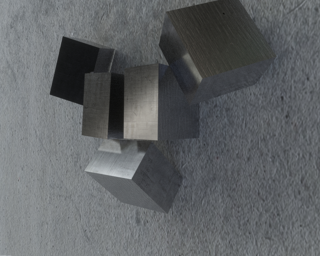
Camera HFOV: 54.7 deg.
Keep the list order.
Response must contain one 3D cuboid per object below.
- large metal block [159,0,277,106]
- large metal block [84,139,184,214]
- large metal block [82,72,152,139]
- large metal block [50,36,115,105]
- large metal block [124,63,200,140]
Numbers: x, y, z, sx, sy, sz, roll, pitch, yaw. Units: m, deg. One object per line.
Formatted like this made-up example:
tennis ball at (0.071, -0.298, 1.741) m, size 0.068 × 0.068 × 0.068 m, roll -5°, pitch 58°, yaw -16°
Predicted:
large metal block at (0.054, -0.079, 0.316) m, size 0.050 × 0.081 × 0.080 m, roll 108°, pitch 140°, yaw -64°
large metal block at (-0.031, 0.059, 0.386) m, size 0.080 × 0.080 × 0.050 m, roll 1°, pitch 52°, yaw 40°
large metal block at (-0.054, -0.028, 0.413) m, size 0.050 × 0.081 × 0.079 m, roll 6°, pitch 94°, yaw 39°
large metal block at (-0.109, -0.083, 0.446) m, size 0.050 × 0.080 × 0.079 m, roll 18°, pitch 104°, yaw 1°
large metal block at (0.004, -0.028, 0.365) m, size 0.050 × 0.081 × 0.079 m, roll 1°, pitch 91°, yaw 40°
